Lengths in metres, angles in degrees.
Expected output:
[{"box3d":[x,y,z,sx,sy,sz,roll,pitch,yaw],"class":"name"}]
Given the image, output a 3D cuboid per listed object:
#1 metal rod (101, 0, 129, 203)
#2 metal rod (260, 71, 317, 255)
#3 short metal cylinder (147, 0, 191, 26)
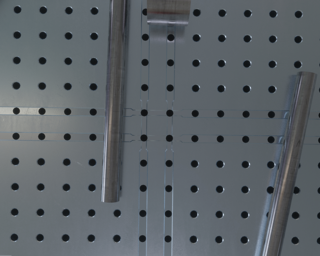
[{"box3d":[-0.060,-0.053,0.412,0.025,0.025,0.298,3,90,0],"class":"metal rod"},{"box3d":[0.167,0.074,0.414,0.025,0.025,0.298,11,90,0],"class":"metal rod"},{"box3d":[0.011,-0.169,0.386,0.050,0.080,0.080,2,90,0],"class":"short metal cylinder"}]
